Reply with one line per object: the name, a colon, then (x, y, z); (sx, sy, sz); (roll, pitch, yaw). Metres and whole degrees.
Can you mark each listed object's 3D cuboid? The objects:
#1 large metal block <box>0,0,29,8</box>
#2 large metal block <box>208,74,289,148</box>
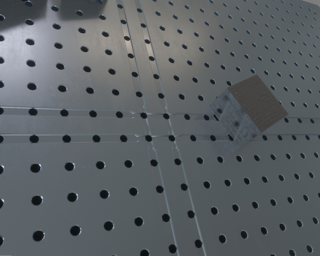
large metal block: (-0.206, -0.216, 0.413); (0.080, 0.050, 0.080); (47, 51, 5)
large metal block: (0.138, -0.028, 0.482); (0.081, 0.050, 0.080); (-26, 76, -37)
